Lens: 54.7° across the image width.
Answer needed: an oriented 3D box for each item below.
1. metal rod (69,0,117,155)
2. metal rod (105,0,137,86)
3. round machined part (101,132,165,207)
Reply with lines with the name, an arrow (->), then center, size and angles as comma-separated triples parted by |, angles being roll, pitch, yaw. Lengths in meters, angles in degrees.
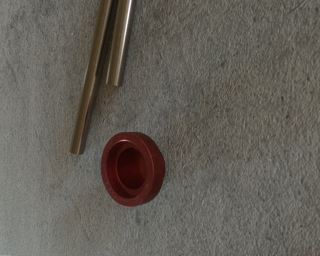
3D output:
metal rod -> -0.101, -0.101, 0.485 | 0.025, 0.025, 0.298 | 25, 105, 37
metal rod -> -0.041, -0.208, 0.436 | 0.025, 0.025, 0.298 | 18, 101, 38
round machined part -> -0.032, 0.054, 0.418 | 0.098, 0.042, 0.097 | 0, 90, 39
